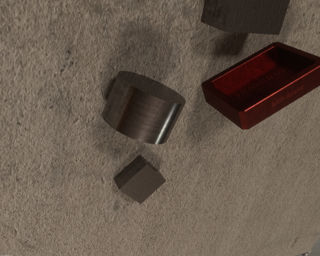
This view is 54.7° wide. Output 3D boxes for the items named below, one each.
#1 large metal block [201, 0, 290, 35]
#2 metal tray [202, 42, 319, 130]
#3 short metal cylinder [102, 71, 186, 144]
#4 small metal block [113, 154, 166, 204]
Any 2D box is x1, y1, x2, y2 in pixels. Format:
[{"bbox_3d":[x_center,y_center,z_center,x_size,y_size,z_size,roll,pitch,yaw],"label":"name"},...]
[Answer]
[{"bbox_3d":[0.101,-0.154,0.352,0.081,0.050,0.079,-6,121,-26],"label":"large metal block"},{"bbox_3d":[0.133,-0.059,0.402,0.131,0.090,0.030,-30,129,-9],"label":"metal tray"},{"bbox_3d":[-0.018,-0.024,0.348,0.081,0.080,0.050,13,112,-34],"label":"short metal cylinder"},{"bbox_3d":[-0.028,0.073,0.438,0.050,0.025,0.050,-43,130,1],"label":"small metal block"}]
